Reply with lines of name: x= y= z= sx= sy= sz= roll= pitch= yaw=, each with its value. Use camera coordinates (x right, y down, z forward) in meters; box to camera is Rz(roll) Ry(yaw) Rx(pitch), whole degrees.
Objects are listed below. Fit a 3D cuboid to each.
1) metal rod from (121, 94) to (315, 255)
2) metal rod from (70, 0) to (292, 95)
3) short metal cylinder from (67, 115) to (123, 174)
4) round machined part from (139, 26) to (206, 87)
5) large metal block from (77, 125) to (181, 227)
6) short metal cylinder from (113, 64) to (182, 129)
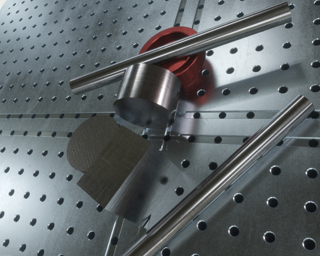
metal rod: x=0.049 y=0.073 z=0.337 sx=0.300 sy=0.025 sz=0.025 roll=-42 pitch=51 yaw=-1
metal rod: x=0.012 y=-0.098 z=0.407 sx=0.301 sy=0.025 sz=0.025 roll=-15 pitch=56 yaw=19
short metal cylinder: x=-0.076 y=0.029 z=0.414 sx=0.080 sy=0.050 sz=0.080 roll=-13 pitch=56 yaw=21
round machined part: x=0.019 y=-0.095 z=0.446 sx=0.098 sy=0.042 sz=0.098 roll=-13 pitch=56 yaw=21
large metal block: x=-0.032 y=0.056 z=0.355 sx=0.050 sy=0.080 sz=0.080 roll=28 pitch=77 yaw=37
short metal cylinder: x=-0.015 y=-0.039 z=0.405 sx=0.080 sy=0.080 sz=0.050 roll=0 pitch=62 yaw=28
